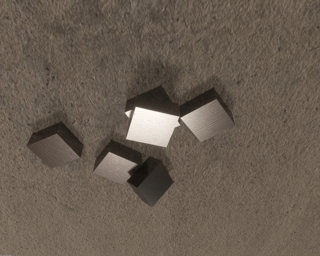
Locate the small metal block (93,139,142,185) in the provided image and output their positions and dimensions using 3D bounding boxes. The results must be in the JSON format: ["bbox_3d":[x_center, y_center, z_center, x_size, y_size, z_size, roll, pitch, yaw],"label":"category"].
[{"bbox_3d":[-0.062,0.050,0.449,0.050,0.025,0.050,27,125,-21],"label":"small metal block"}]

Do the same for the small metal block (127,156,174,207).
[{"bbox_3d":[-0.013,0.079,0.456,0.050,0.025,0.050,-47,130,-21],"label":"small metal block"}]

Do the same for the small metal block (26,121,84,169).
[{"bbox_3d":[-0.143,0.024,0.426,0.050,0.025,0.050,-21,127,16],"label":"small metal block"}]

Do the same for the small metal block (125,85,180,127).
[{"bbox_3d":[-0.008,-0.019,0.391,0.050,0.025,0.050,-22,127,17],"label":"small metal block"}]

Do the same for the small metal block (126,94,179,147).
[{"bbox_3d":[-0.009,-0.008,0.368,0.050,0.025,0.050,12,129,-11],"label":"small metal block"}]

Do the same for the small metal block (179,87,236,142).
[{"bbox_3d":[0.060,-0.016,0.395,0.050,0.025,0.050,-28,125,21],"label":"small metal block"}]
